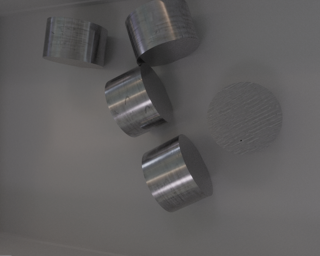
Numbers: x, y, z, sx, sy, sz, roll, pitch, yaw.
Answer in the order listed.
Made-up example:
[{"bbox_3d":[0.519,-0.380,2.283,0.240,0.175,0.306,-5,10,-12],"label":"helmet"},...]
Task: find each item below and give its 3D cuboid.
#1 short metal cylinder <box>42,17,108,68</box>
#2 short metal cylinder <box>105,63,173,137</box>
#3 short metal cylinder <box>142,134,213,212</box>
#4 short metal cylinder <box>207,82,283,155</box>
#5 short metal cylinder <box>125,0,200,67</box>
[{"bbox_3d":[-0.114,-0.113,0.422,0.080,0.080,0.050,9,93,20],"label":"short metal cylinder"},{"bbox_3d":[-0.024,-0.034,0.390,0.050,0.080,0.080,-24,82,18],"label":"short metal cylinder"},{"bbox_3d":[0.022,0.054,0.373,0.050,0.080,0.080,-29,81,18],"label":"short metal cylinder"},{"bbox_3d":[0.100,-0.011,0.362,0.080,0.050,0.080,0,90,20],"label":"short metal cylinder"},{"bbox_3d":[0.003,-0.114,0.380,0.080,0.080,0.050,-19,84,19],"label":"short metal cylinder"}]
